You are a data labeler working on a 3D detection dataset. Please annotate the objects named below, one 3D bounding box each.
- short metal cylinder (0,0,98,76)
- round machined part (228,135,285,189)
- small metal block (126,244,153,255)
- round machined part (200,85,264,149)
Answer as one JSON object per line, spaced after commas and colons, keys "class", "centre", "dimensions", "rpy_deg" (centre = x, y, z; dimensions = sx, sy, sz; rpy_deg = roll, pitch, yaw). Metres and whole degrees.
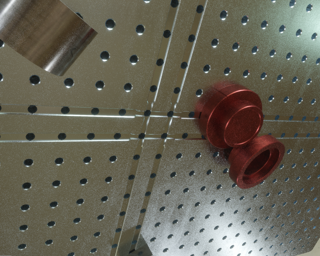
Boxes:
{"class": "short metal cylinder", "centre": [-0.101, -0.090, 0.265], "dimensions": [0.050, 0.080, 0.080], "rpy_deg": [-49, 129, 6]}
{"class": "round machined part", "centre": [0.152, 0.050, 0.507], "dimensions": [0.099, 0.042, 0.097], "rpy_deg": [-20, 135, -22]}
{"class": "small metal block", "centre": [-0.033, 0.237, 0.540], "dimensions": [0.050, 0.025, 0.050], "rpy_deg": [-27, 128, -11]}
{"class": "round machined part", "centre": [0.111, -0.011, 0.454], "dimensions": [0.099, 0.042, 0.097], "rpy_deg": [-14, 124, -21]}
